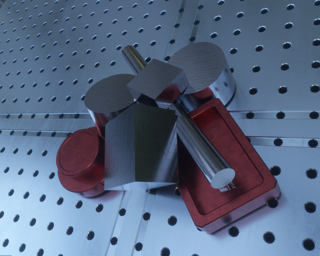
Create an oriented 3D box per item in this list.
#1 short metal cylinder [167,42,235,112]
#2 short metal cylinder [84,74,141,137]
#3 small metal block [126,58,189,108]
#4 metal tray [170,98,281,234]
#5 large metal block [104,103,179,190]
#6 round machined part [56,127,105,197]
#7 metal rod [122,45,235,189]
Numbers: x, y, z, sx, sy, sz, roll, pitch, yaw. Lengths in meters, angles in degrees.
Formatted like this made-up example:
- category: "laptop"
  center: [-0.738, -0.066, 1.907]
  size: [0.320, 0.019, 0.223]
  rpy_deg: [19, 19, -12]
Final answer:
- category: "short metal cylinder"
  center: [0.051, -0.063, 0.400]
  size: [0.080, 0.050, 0.080]
  rpy_deg: [-13, 56, 21]
- category: "short metal cylinder"
  center: [-0.055, -0.029, 0.420]
  size: [0.080, 0.050, 0.080]
  rpy_deg: [-8, 44, 9]
- category: "small metal block"
  center: [-0.003, -0.051, 0.368]
  size: [0.050, 0.025, 0.050]
  rpy_deg: [30, 70, 38]
- category: "metal tray"
  center: [0.058, 0.037, 0.347]
  size: [0.090, 0.030, 0.130]
  rpy_deg: [-31, 52, 7]
- category: "large metal block"
  center: [-0.024, 0.026, 0.350]
  size: [0.080, 0.050, 0.080]
  rpy_deg: [-27, 60, 55]
- category: "round machined part"
  center: [-0.100, 0.040, 0.420]
  size: [0.098, 0.042, 0.098]
  rpy_deg: [-13, 56, 21]
- category: "metal rod"
  center: [0.004, -0.038, 0.393]
  size: [0.025, 0.025, 0.300]
  rpy_deg: [-37, 42, 4]
